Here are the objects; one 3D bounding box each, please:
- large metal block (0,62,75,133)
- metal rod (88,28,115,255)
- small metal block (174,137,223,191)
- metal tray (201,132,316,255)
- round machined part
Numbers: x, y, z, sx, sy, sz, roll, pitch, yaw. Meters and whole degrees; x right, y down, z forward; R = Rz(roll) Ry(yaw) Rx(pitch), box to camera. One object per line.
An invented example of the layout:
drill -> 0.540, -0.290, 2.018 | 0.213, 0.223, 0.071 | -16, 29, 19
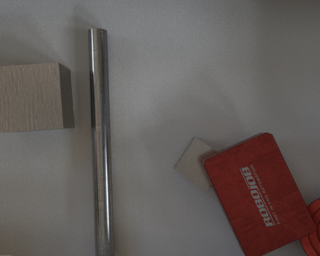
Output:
large metal block -> -0.159, -0.037, 0.397 | 0.081, 0.050, 0.079 | -4, 90, -1
metal rod -> -0.078, 0.021, 0.410 | 0.025, 0.025, 0.298 | -2, 90, -1
small metal block -> 0.053, 0.047, 0.412 | 0.050, 0.025, 0.050 | 33, 90, -1
metal tray -> 0.119, 0.081, 0.382 | 0.090, 0.030, 0.129 | -25, 87, 0
round machined part -> 0.231, 0.134, 0.392 | 0.098, 0.042, 0.098 | -6, 76, 27
